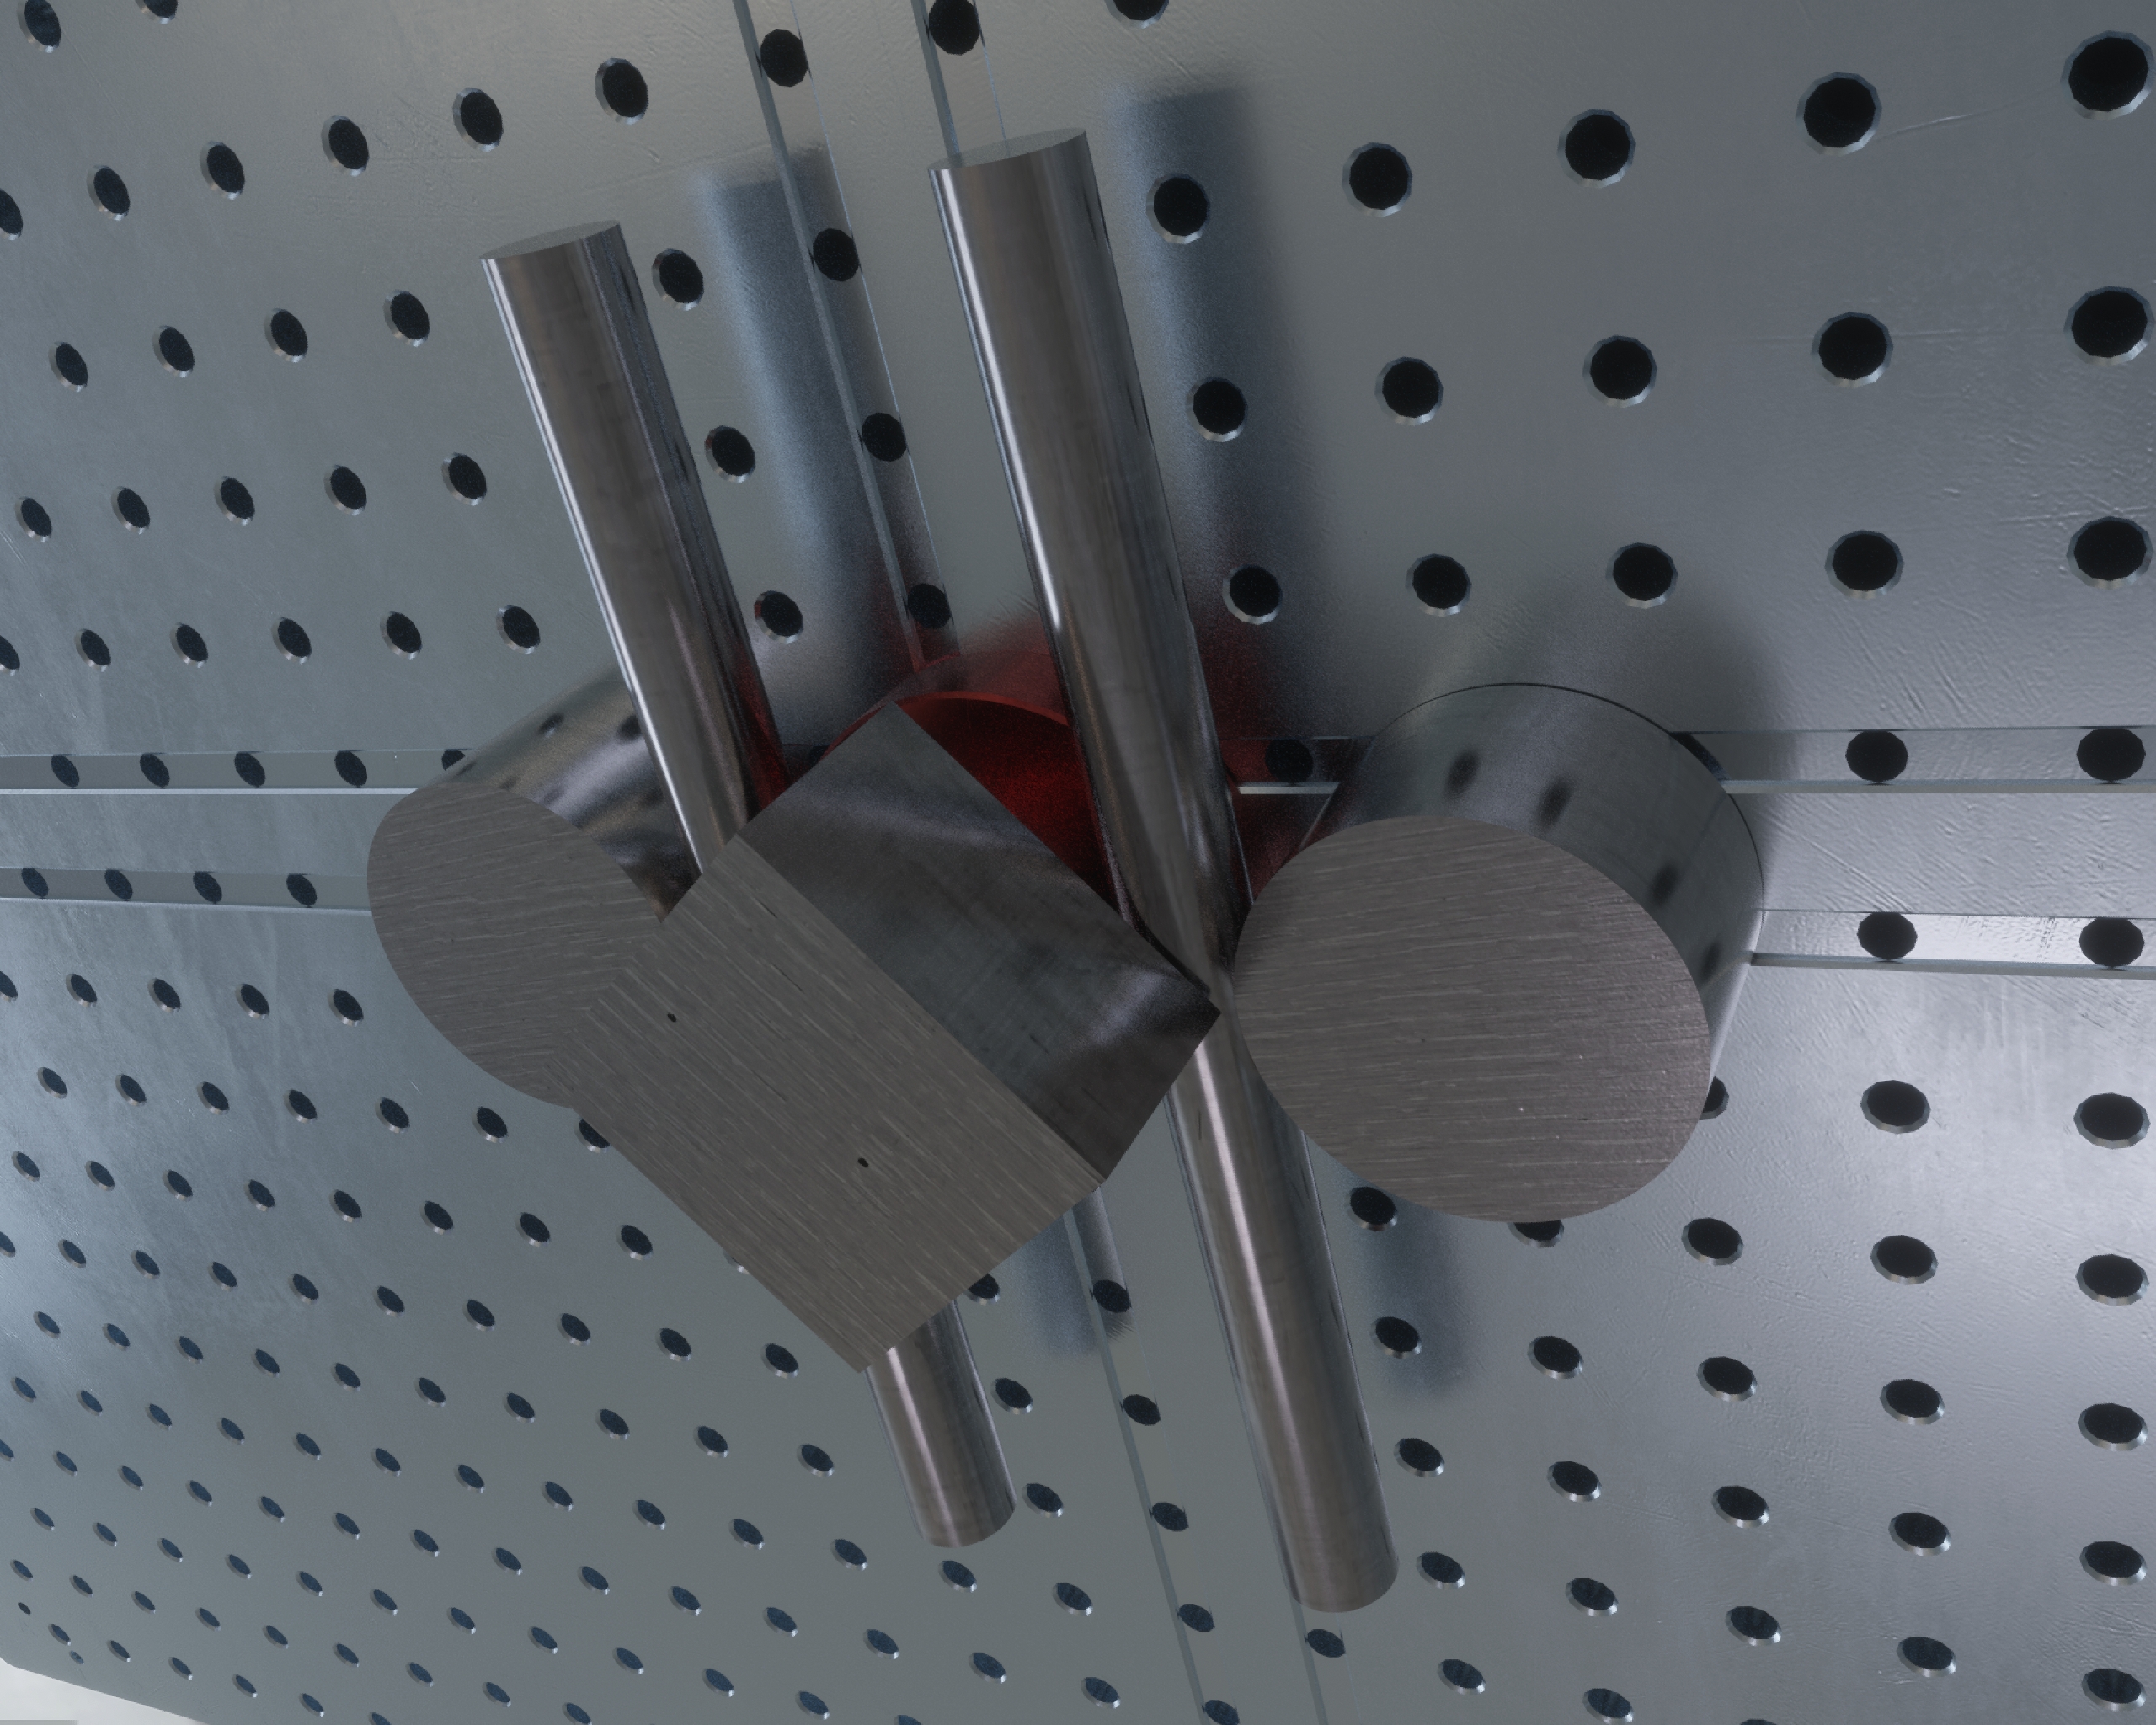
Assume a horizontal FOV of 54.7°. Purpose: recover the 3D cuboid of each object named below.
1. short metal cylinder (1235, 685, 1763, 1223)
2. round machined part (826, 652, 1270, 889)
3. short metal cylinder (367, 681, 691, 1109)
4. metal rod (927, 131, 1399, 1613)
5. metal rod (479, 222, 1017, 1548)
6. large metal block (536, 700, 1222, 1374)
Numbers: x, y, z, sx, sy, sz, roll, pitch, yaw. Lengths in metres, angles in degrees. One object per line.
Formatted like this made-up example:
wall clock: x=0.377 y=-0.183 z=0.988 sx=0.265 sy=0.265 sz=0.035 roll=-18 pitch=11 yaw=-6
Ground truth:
short metal cylinder: x=0.074 y=0.016 z=0.365 sx=0.080 sy=0.050 sz=0.079 roll=13 pitch=124 yaw=21
round machined part: x=-0.014 y=0.011 z=0.415 sx=0.098 sy=0.042 sz=0.097 roll=13 pitch=124 yaw=21
short metal cylinder: x=-0.105 y=0.007 z=0.455 sx=0.080 sy=0.050 sz=0.079 roll=13 pitch=124 yaw=21
metal rod: x=0.023 y=0.021 z=0.385 sx=0.025 sy=0.025 sz=0.298 roll=0 pitch=119 yaw=28
metal rod: x=-0.060 y=0.022 z=0.429 sx=0.025 sy=0.025 sz=0.298 roll=0 pitch=119 yaw=28
large metal block: x=-0.036 y=0.032 z=0.373 sx=0.080 sy=0.050 sz=0.080 roll=44 pitch=129 yaw=-2
